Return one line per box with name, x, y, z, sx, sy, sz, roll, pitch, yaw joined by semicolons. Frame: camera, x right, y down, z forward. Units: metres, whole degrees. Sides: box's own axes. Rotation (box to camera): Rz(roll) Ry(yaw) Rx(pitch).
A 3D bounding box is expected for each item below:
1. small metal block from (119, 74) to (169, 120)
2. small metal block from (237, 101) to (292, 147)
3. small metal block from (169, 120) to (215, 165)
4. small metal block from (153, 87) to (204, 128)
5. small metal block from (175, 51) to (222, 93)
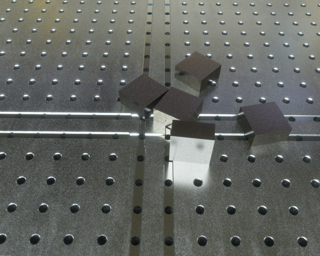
small metal block;-0.023;-0.046;0.446;0.050;0.025;0.050;35;58;25
small metal block;0.138;-0.006;0.414;0.050;0.025;0.050;-9;51;-8
small metal block;0.038;0.018;0.377;0.050;0.050;0.025;6;50;4
small metal block;0.026;-0.025;0.429;0.050;0.025;0.050;24;54;19
small metal block;0.059;-0.088;0.483;0.050;0.025;0.050;35;58;25
